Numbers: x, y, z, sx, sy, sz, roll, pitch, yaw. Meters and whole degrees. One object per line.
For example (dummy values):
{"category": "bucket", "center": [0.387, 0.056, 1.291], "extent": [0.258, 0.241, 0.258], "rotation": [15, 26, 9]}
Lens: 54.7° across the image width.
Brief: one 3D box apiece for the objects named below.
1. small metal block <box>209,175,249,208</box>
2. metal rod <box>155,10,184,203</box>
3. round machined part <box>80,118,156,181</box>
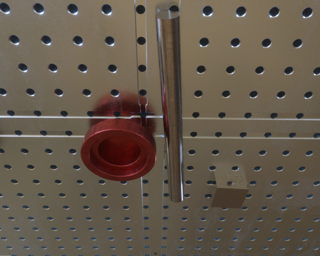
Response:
{"category": "small metal block", "center": [0.110, 0.104, 0.501], "extent": [0.050, 0.025, 0.050], "rotation": [4, 130, -4]}
{"category": "metal rod", "center": [0.017, -0.002, 0.410], "extent": [0.025, 0.025, 0.298], "rotation": [-3, 130, 2]}
{"category": "round machined part", "center": [-0.054, 0.025, 0.421], "extent": [0.099, 0.042, 0.097], "rotation": [0, 130, 0]}
